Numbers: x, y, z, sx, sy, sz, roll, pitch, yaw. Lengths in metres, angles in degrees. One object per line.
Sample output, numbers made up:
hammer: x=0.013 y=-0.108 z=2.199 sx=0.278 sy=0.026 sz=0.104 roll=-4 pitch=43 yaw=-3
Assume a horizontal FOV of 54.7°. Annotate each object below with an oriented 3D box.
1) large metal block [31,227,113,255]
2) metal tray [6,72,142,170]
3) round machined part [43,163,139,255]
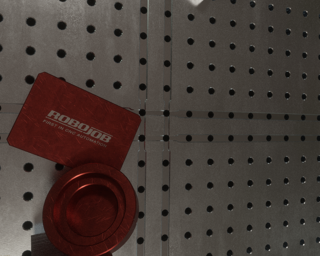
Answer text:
large metal block: x=-0.096 y=0.156 z=0.342 sx=0.081 sy=0.080 sz=0.050 roll=-7 pitch=117 yaw=-20
metal tray: x=-0.099 y=0.001 z=0.374 sx=0.131 sy=0.030 sz=0.090 roll=25 pitch=82 yaw=-19
round machined part: x=-0.072 y=0.091 z=0.339 sx=0.099 sy=0.042 sz=0.098 roll=-2 pitch=62 yaw=4
